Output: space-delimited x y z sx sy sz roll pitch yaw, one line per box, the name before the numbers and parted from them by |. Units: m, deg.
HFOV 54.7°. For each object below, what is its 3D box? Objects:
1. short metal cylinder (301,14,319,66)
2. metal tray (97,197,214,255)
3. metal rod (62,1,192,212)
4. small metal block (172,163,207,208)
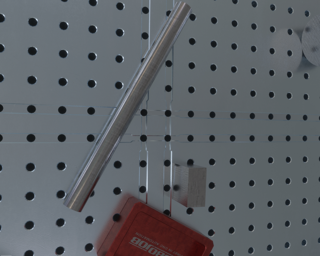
short metal cylinder | 0.272 -0.139 0.484 0.050 0.080 0.080 -13 95 -20
metal tray | -0.003 0.161 0.409 0.130 0.030 0.090 33 79 -17
metal rod | -0.037 -0.035 0.399 0.025 0.025 0.299 31 80 -18
small metal block | 0.038 0.075 0.414 0.025 0.050 0.050 3 89 -20
